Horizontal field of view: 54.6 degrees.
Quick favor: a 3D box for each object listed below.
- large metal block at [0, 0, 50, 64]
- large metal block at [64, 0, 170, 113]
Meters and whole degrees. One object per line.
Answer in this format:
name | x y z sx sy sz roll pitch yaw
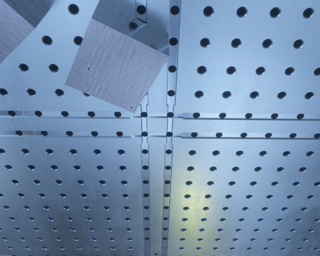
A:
large metal block | -0.171 -0.111 0.299 0.080 0.050 0.080 -32 123 24
large metal block | -0.045 -0.074 0.332 0.080 0.050 0.080 22 127 -18
